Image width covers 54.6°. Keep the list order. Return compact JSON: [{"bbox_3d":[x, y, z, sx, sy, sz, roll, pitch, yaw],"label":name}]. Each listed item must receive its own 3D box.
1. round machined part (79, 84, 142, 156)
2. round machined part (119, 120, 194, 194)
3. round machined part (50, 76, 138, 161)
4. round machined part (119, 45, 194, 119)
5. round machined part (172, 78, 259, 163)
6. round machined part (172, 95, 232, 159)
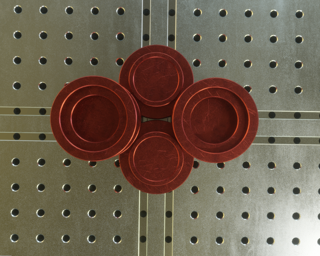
[{"bbox_3d":[-0.073,-0.011,0.404,0.099,0.042,0.097,0,90,0],"label":"round machined part"},{"bbox_3d":[-0.005,0.038,0.404,0.099,0.042,0.097,0,90,0],"label":"round machined part"},{"bbox_3d":[-0.075,-0.011,0.372,0.099,0.042,0.097,0,90,0],"label":"round machined part"},{"bbox_3d":[-0.005,-0.060,0.404,0.099,0.042,0.097,0,90,0],"label":"round machined part"},{"bbox_3d":[0.063,-0.009,0.373,0.099,0.042,0.097,0,90,0],"label":"round machined part"},{"bbox_3d":[0.063,-0.010,0.405,0.099,0.042,0.097,0,90,0],"label":"round machined part"}]
